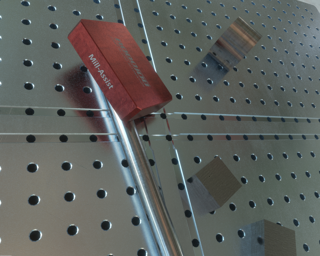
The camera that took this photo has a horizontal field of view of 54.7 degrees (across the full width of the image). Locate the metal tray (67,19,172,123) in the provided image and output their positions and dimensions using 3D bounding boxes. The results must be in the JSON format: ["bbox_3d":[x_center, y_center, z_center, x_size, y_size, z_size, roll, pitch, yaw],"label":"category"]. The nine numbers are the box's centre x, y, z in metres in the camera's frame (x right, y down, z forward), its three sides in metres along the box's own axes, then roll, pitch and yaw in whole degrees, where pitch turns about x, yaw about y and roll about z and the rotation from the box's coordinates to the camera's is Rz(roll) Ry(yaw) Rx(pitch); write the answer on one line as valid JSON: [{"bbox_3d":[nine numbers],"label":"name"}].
[{"bbox_3d":[-0.047,-0.076,0.399,0.130,0.030,0.091,57,31,5],"label":"metal tray"}]

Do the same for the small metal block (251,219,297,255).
[{"bbox_3d":[0.146,0.151,0.396,0.050,0.025,0.050,24,53,-14],"label":"small metal block"}]

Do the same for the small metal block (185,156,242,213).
[{"bbox_3d":[0.070,0.072,0.404,0.050,0.025,0.050,-31,79,-38],"label":"small metal block"}]

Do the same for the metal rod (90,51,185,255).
[{"bbox_3d":[-0.035,0.019,0.378,0.025,0.025,0.299,-9,66,-32],"label":"metal rod"}]

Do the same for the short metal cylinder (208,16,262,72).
[{"bbox_3d":[0.128,-0.143,0.531,0.050,0.080,0.080,42,51,0],"label":"short metal cylinder"}]
